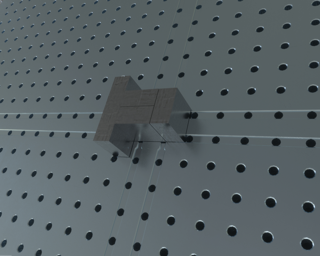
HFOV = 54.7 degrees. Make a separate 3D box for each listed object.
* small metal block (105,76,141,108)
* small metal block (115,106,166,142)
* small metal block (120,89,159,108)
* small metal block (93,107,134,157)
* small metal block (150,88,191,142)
[{"bbox_3d":[-0.047,-0.038,0.438,0.025,0.050,0.050,0,62,28],"label":"small metal block"},{"bbox_3d":[-0.022,-0.005,0.404,0.050,0.050,0.025,0,62,28],"label":"small metal block"},{"bbox_3d":[-0.016,-0.027,0.415,0.050,0.050,0.025,0,62,28],"label":"small metal block"},{"bbox_3d":[-0.058,0.006,0.416,0.025,0.050,0.050,0,62,28],"label":"small metal block"},{"bbox_3d":[0.015,-0.016,0.392,0.025,0.050,0.050,0,62,28],"label":"small metal block"}]
